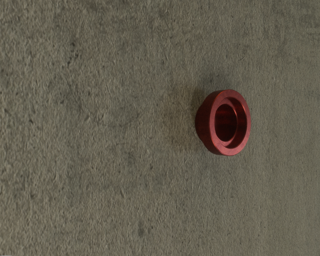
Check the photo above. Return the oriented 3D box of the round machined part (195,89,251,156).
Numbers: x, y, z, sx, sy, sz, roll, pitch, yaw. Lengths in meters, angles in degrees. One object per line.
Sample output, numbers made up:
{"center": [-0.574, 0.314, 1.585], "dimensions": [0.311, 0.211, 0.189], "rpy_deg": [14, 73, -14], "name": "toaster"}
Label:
{"center": [0.091, -0.008, 0.469], "dimensions": [0.099, 0.042, 0.097], "rpy_deg": [0, 90, -40], "name": "round machined part"}
